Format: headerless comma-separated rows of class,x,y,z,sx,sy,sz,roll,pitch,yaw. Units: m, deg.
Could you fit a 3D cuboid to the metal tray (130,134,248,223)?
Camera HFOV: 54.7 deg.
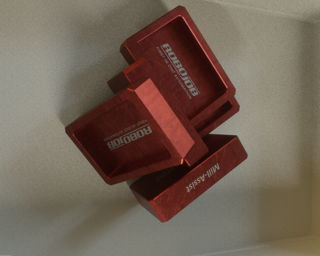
metal tray,0.033,0.055,0.388,0.131,0.090,0.030,-34,102,-17

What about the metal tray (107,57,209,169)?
metal tray,-0.006,-0.015,0.372,0.030,0.090,0.130,-39,103,-16

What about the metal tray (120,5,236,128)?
metal tray,0.024,-0.071,0.384,0.090,0.030,0.130,-38,102,-16

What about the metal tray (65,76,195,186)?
metal tray,-0.038,0.010,0.341,0.090,0.130,0.030,55,43,-12

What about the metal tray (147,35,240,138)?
metal tray,0.040,-0.055,0.423,0.090,0.030,0.130,-36,101,-15
